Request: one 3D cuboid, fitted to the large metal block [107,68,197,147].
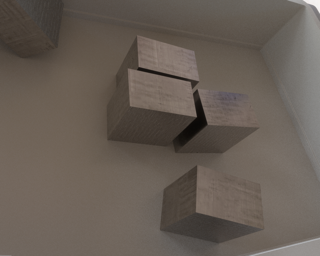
[{"bbox_3d":[-0.014,-0.020,0.377,0.081,0.080,0.050,8,58,-25],"label":"large metal block"}]

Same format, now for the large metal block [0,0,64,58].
[{"bbox_3d":[-0.161,-0.144,0.363,0.050,0.080,0.080,-12,60,14],"label":"large metal block"}]

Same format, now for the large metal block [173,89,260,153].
[{"bbox_3d":[0.069,-0.005,0.413,0.081,0.080,0.050,3,61,-27],"label":"large metal block"}]

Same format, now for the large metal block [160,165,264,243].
[{"bbox_3d":[0.056,0.089,0.348,0.081,0.080,0.050,19,55,-18],"label":"large metal block"}]

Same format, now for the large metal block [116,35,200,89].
[{"bbox_3d":[-0.006,-0.066,0.409,0.081,0.080,0.050,9,58,-24],"label":"large metal block"}]
